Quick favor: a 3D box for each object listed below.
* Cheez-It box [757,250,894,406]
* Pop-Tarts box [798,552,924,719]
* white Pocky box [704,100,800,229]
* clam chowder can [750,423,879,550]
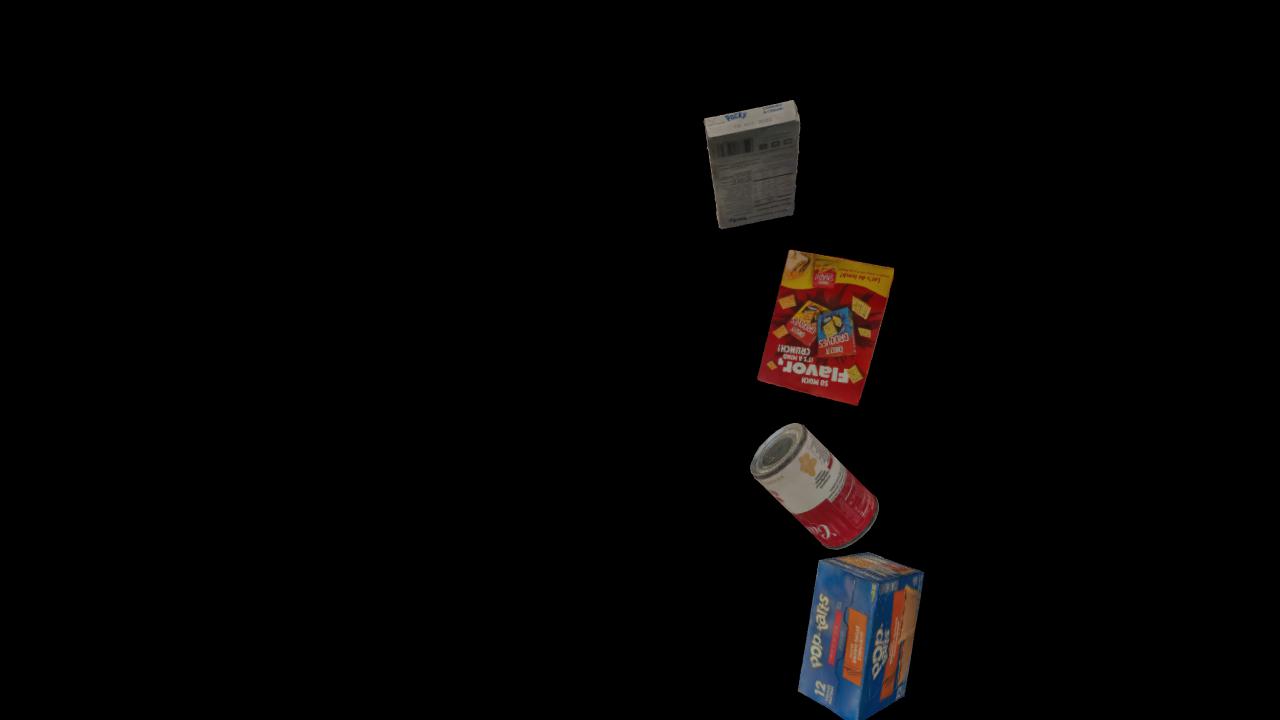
[{"bbox_3d":[0.299,-0.054,0.997,0.166,0.223,0.071,14,8,19],"label":"Cheez-It box"},{"bbox_3d":[0.283,0.343,0.781,0.141,0.167,0.083,12,-3,-44],"label":"Pop-Tarts box"},{"bbox_3d":[0.112,-0.187,0.611,0.084,0.028,0.154,-9,-21,9],"label":"white Pocky box"},{"bbox_3d":[0.160,0.115,0.568,0.102,0.068,0.068,45,-8,-8],"label":"clam chowder can"}]
